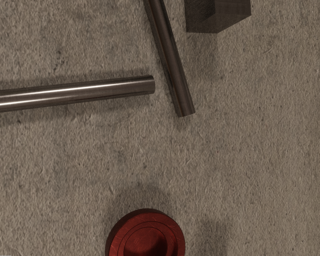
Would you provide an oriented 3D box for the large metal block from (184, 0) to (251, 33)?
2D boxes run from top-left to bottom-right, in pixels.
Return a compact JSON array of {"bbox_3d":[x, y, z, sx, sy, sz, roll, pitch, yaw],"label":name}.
[{"bbox_3d":[0.072,-0.176,0.407,0.050,0.080,0.079,-5,92,-20],"label":"large metal block"}]

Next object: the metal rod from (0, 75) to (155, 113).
[{"bbox_3d":[-0.151,-0.034,0.353,0.303,0.025,0.025,-9,94,-20],"label":"metal rod"}]

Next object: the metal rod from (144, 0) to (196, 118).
[{"bbox_3d":[-0.006,-0.160,0.407,0.025,0.025,0.298,-19,97,-19],"label":"metal rod"}]

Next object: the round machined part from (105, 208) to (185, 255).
[{"bbox_3d":[-0.021,0.151,0.393,0.099,0.042,0.097,0,90,-21],"label":"round machined part"}]
